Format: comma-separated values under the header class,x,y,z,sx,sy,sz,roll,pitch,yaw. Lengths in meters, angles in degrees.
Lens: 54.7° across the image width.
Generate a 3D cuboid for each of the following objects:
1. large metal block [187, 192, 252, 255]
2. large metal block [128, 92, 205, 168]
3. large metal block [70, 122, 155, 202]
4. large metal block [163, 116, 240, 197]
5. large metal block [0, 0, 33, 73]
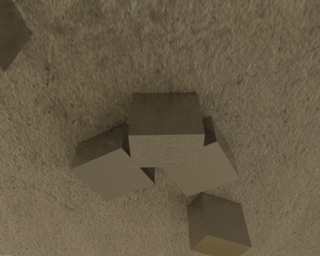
class,x,y,z,sx,sy,sz,roll,pitch,yaw
large metal block,0.094,0.161,0.510,0.080,0.080,0.050,21,127,-17
large metal block,0.007,0.000,0.372,0.081,0.080,0.050,-1,130,0
large metal block,-0.062,0.049,0.432,0.080,0.050,0.080,-23,127,18
large metal block,0.053,0.041,0.427,0.080,0.050,0.080,-23,127,18
large metal block,-0.174,-0.098,0.285,0.050,0.080,0.080,-14,129,11
